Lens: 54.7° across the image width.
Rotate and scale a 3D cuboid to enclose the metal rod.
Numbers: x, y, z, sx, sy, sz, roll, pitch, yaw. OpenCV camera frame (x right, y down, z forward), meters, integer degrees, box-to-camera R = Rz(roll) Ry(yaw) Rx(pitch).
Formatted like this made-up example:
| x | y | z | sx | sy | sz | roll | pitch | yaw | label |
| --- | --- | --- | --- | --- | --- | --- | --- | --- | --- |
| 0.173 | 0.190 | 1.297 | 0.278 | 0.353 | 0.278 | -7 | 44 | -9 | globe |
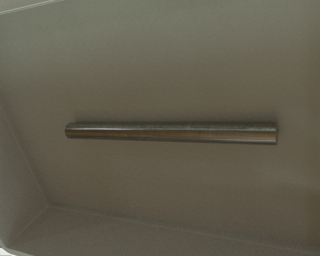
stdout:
| x | y | z | sx | sy | sz | roll | pitch | yaw | label |
| --- | --- | --- | --- | --- | --- | --- | --- | --- | --- |
| -0.004 | 0.006 | 0.410 | 0.301 | 0.025 | 0.025 | 1 | 119 | 27 | metal rod |
